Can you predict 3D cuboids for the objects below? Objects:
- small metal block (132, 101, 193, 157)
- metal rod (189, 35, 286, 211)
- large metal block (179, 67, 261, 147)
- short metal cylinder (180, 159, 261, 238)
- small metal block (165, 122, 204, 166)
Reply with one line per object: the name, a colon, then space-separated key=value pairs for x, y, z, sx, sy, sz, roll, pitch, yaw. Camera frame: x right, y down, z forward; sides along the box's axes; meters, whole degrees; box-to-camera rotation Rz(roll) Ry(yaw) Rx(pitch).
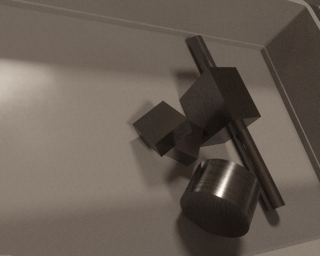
small metal block: x=0.003 y=0.000 z=0.382 sx=0.050 sy=0.025 sz=0.050 roll=-39 pitch=46 yaw=-13
metal rod: x=0.111 y=-0.020 z=0.479 sx=0.025 sy=0.025 sz=0.299 roll=-8 pitch=66 yaw=-32
large metal block: x=0.080 y=-0.028 z=0.433 sx=0.050 sy=0.080 sz=0.080 roll=-7 pitch=65 yaw=-32
short metal cylinder: x=0.070 y=0.082 z=0.360 sx=0.080 sy=0.080 sz=0.050 roll=38 pitch=51 yaw=-4
small metal block: x=0.027 y=0.015 z=0.412 sx=0.050 sy=0.025 sz=0.050 roll=26 pitch=53 yaw=-12
